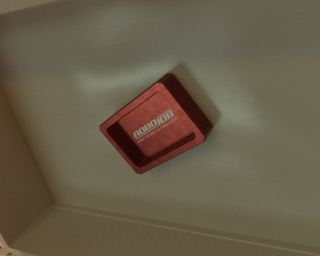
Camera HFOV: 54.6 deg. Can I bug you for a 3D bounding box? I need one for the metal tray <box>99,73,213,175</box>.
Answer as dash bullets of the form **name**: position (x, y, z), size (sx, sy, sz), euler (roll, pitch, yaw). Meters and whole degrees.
- **metal tray**: position (-0.009, 0.000, 0.407), size (0.130, 0.030, 0.090), euler (-32, 101, 38)
